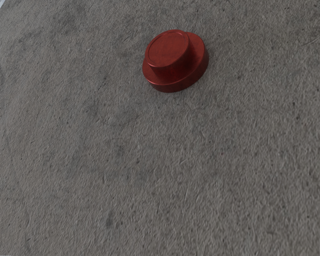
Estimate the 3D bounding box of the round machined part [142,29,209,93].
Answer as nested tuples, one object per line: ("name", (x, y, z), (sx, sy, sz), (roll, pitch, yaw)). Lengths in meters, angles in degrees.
("round machined part", (0.017, -0.103, 0.448), (0.098, 0.042, 0.098), (-13, 56, 21))
